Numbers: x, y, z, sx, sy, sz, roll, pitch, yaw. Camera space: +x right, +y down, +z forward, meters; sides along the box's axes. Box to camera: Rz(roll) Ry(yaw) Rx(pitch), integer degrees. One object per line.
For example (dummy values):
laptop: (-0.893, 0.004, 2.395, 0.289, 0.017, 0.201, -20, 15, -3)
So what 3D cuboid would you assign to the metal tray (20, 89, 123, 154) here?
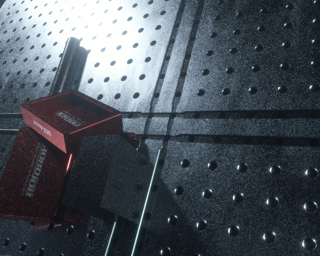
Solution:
metal tray: (-0.128, -0.015, 0.447, 0.130, 0.030, 0.091, 25, 37, 38)

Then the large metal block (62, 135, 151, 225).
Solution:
large metal block: (-0.058, 0.062, 0.365, 0.050, 0.080, 0.080, -3, 60, 27)

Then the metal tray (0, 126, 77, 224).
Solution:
metal tray: (-0.169, 0.063, 0.437, 0.090, 0.030, 0.130, 3, 61, 7)

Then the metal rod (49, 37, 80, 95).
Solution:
metal rod: (-0.182, -0.037, 0.526, 0.025, 0.025, 0.299, -7, 58, 24)
